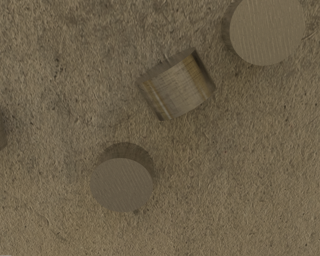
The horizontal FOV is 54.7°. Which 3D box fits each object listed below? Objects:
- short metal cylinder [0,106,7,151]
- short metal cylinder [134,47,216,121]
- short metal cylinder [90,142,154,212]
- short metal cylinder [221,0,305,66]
[{"bbox_3d":[-0.236,0.003,0.379,0.080,0.080,0.050,-1,110,0],"label":"short metal cylinder"},{"bbox_3d":[0.018,-0.052,0.361,0.080,0.080,0.050,-29,108,10],"label":"short metal cylinder"},{"bbox_3d":[-0.049,0.066,0.420,0.081,0.050,0.079,0,110,0],"label":"short metal cylinder"},{"bbox_3d":[0.115,-0.115,0.355,0.081,0.050,0.079,0,110,0],"label":"short metal cylinder"}]
